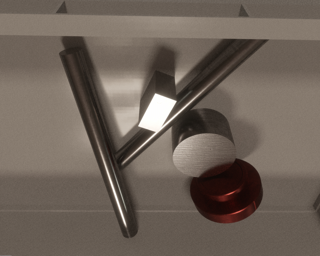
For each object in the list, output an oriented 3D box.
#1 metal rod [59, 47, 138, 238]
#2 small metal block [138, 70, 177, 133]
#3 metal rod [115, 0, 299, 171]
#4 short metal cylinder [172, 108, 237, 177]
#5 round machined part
[{"bbox_3d":[-0.073,0.041,0.415,0.025,0.025,0.298,-8,122,6],"label":"metal rod"},{"bbox_3d":[-0.004,-0.032,0.366,0.025,0.050,0.050,19,128,-16],"label":"small metal block"},{"bbox_3d":[0.033,-0.035,0.379,0.025,0.025,0.299,33,123,-25],"label":"metal rod"},{"bbox_3d":[0.056,0.020,0.411,0.081,0.050,0.079,0,130,0],"label":"short metal cylinder"},{"bbox_3d":[0.089,0.078,0.429,0.098,0.098,0.042,-15,129,12],"label":"round machined part"}]
